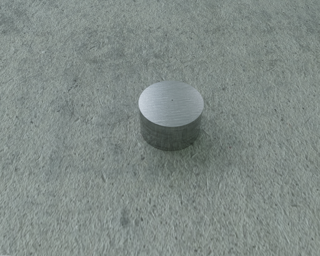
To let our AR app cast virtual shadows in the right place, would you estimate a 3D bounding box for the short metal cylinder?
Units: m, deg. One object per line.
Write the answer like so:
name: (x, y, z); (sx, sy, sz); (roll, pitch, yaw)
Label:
short metal cylinder: (0.014, -0.016, 0.402); (0.081, 0.050, 0.080); (0, 50, 0)
